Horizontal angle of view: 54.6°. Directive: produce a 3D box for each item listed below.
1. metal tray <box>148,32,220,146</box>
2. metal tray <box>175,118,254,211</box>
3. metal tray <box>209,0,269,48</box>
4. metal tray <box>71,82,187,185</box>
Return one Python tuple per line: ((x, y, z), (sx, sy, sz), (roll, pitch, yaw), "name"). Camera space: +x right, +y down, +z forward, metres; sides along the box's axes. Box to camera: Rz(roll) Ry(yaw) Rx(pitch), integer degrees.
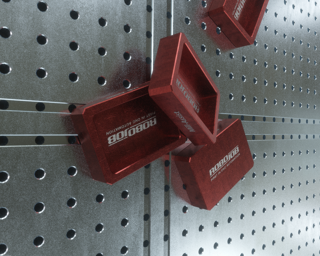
((0.038, -0.045, 0.402), (0.130, 0.030, 0.090), (45, 46, -45), "metal tray")
((0.089, 0.052, 0.479), (0.131, 0.030, 0.090), (-34, 111, -35), "metal tray")
((0.138, -0.213, 0.519), (0.090, 0.030, 0.130), (36, 68, -34), "metal tray")
((-0.031, 0.000, 0.378), (0.131, 0.030, 0.090), (-26, 107, -37), "metal tray")
